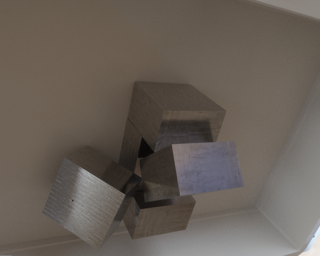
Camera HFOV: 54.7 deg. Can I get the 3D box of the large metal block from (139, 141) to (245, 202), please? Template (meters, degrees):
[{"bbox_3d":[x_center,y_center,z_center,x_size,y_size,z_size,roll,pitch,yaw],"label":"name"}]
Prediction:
[{"bbox_3d":[0.032,0.050,0.349,0.081,0.080,0.050,-1,74,-29],"label":"large metal block"}]

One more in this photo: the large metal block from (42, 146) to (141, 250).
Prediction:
[{"bbox_3d":[-0.080,0.080,0.368,0.079,0.080,0.050,-64,169,18],"label":"large metal block"}]

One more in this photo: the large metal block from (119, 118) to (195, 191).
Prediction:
[{"bbox_3d":[-0.005,0.033,0.412,0.081,0.050,0.079,-1,119,-29],"label":"large metal block"}]

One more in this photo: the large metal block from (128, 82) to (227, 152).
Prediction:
[{"bbox_3d":[0.017,-0.016,0.371,0.081,0.080,0.050,-1,119,-28],"label":"large metal block"}]

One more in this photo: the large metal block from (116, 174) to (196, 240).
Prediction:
[{"bbox_3d":[-0.011,0.099,0.427,0.081,0.080,0.050,0,118,-29],"label":"large metal block"}]
